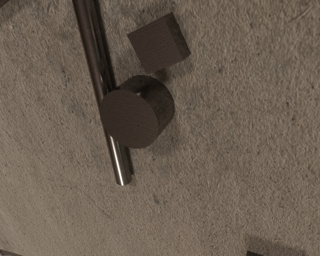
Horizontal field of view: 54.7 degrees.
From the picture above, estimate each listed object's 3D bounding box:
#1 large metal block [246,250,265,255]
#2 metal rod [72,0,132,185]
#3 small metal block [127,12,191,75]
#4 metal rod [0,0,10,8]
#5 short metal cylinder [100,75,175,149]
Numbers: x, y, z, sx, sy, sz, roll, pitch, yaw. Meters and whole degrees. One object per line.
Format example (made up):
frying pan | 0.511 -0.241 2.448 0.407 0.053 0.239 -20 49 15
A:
large metal block | 0.160 0.238 0.453 0.080 0.050 0.079 11 123 22
metal rod | -0.075 -0.048 0.414 0.025 0.025 0.298 6 121 25
small metal block | -0.001 -0.094 0.348 0.050 0.025 0.050 -15 111 34
metal rod | -0.186 -0.182 0.389 0.300 0.025 0.025 -15 111 33
short metal cylinder | -0.028 -0.021 0.391 0.080 0.050 0.079 13 124 20
